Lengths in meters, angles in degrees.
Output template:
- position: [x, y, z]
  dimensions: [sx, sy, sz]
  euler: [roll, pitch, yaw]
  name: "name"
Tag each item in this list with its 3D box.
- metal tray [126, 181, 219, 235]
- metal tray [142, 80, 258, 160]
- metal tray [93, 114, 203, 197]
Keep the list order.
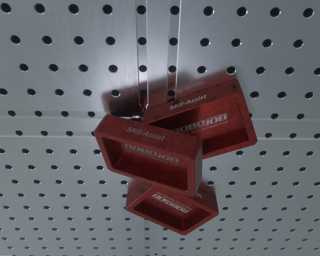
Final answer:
- position: [0.021, 0.127, 0.515]
  dimensions: [0.130, 0.030, 0.090]
  euler: [31, 123, -24]
  name: "metal tray"
- position: [0.052, 0.000, 0.407]
  dimensions: [0.130, 0.030, 0.090]
  euler: [-18, 128, 14]
  name: "metal tray"
- position: [-0.013, 0.036, 0.397]
  dimensions: [0.130, 0.030, 0.090]
  euler: [14, 142, 18]
  name: "metal tray"
